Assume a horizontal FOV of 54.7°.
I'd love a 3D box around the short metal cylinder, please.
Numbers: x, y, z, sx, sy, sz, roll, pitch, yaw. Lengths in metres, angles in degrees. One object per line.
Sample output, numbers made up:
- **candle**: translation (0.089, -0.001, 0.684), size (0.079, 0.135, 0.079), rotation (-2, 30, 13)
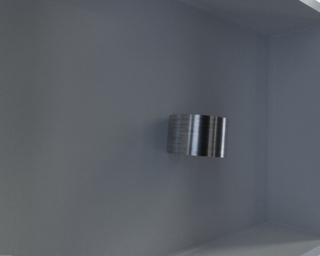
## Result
- **short metal cylinder**: translation (0.050, 0.011, 0.415), size (0.081, 0.080, 0.050), rotation (7, 86, -40)
